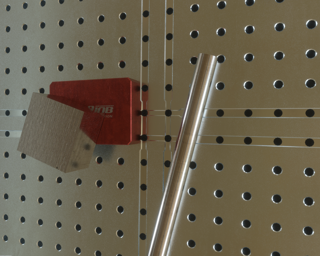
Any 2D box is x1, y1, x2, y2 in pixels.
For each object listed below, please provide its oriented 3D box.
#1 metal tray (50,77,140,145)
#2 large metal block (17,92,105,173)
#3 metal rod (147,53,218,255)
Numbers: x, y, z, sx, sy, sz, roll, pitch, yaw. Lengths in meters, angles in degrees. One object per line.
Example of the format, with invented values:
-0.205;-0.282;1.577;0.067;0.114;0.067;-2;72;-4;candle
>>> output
-0.094;-0.022;0.442;0.130;0.030;0.089;0;90;19;metal tray
-0.131;0.005;0.411;0.080;0.050;0.080;20;97;18;large metal block
0.025;0.053;0.403;0.025;0.025;0.298;16;95;19;metal rod
